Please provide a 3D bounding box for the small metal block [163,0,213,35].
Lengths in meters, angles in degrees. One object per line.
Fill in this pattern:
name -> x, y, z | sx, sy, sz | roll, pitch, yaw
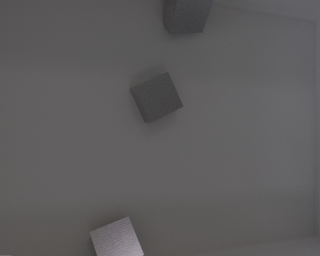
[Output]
small metal block -> 0.036, -0.153, 0.408 | 0.050, 0.050, 0.025 | -10, 55, -20

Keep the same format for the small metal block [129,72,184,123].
small metal block -> -0.005, -0.040, 0.409 | 0.050, 0.025, 0.050 | -27, 99, -18

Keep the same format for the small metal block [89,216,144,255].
small metal block -> -0.053, 0.144, 0.378 | 0.050, 0.025, 0.050 | -17, 60, -20
